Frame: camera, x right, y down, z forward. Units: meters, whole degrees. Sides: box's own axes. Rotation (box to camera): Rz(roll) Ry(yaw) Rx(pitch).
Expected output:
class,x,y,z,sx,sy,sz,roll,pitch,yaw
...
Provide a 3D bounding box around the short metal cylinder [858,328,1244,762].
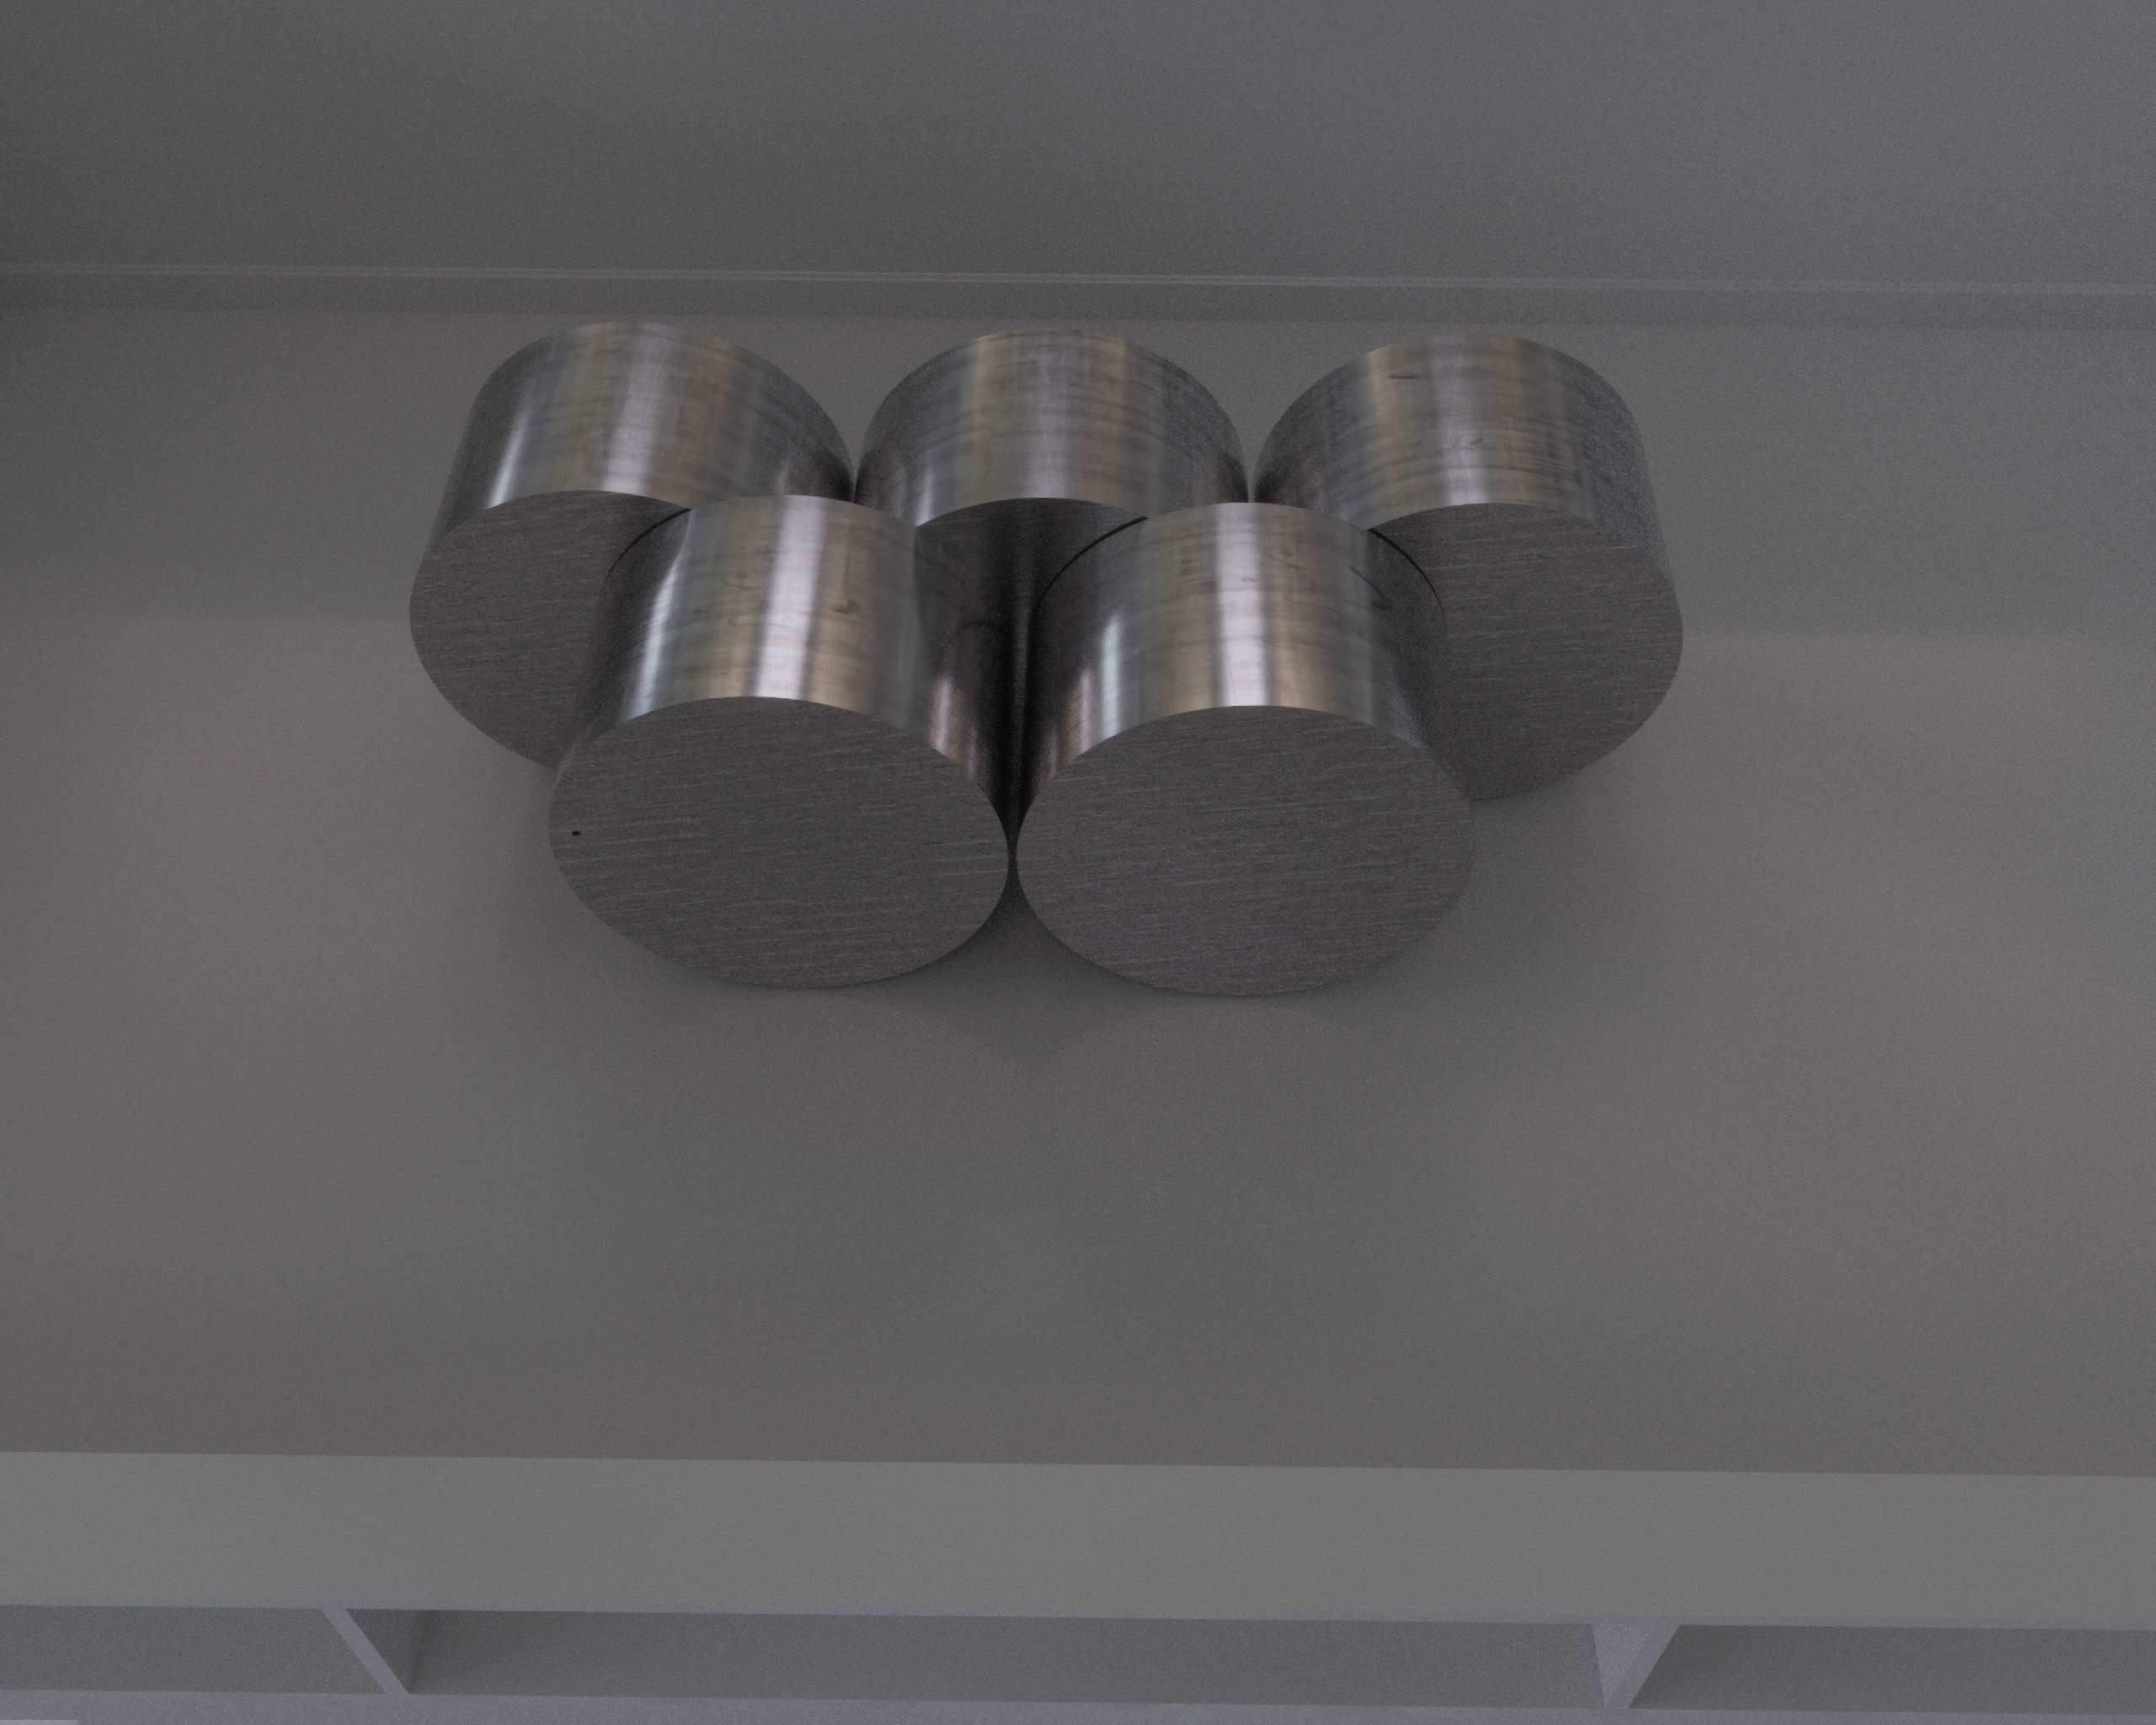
class,x,y,z,sx,sy,sz,roll,pitch,yaw
short metal cylinder,-0.006,-0.058,0.416,0.080,0.080,0.050,1,50,0

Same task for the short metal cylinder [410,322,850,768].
class,x,y,z,sx,sy,sz,roll,pitch,yaw
short metal cylinder,-0.087,-0.060,0.417,0.080,0.080,0.050,1,50,0

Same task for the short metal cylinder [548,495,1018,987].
class,x,y,z,sx,sy,sz,roll,pitch,yaw
short metal cylinder,-0.052,-0.021,0.384,0.080,0.080,0.050,1,50,0

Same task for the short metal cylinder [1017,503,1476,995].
class,x,y,z,sx,sy,sz,roll,pitch,yaw
short metal cylinder,0.030,-0.019,0.383,0.080,0.080,0.050,1,50,0

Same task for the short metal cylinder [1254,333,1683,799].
class,x,y,z,sx,sy,sz,roll,pitch,yaw
short metal cylinder,0.075,-0.057,0.416,0.080,0.080,0.050,1,50,1
